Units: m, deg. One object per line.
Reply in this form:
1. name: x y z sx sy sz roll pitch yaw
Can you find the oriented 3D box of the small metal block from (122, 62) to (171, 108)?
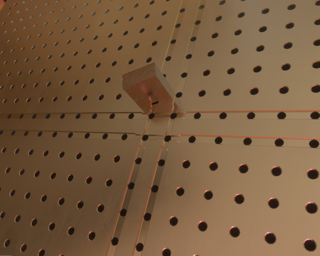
1. small metal block: -0.019 -0.060 0.440 0.050 0.050 0.025 -18 55 18
